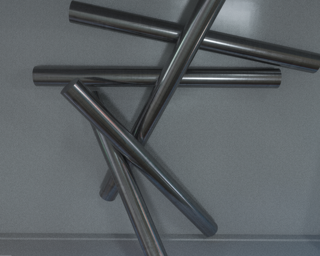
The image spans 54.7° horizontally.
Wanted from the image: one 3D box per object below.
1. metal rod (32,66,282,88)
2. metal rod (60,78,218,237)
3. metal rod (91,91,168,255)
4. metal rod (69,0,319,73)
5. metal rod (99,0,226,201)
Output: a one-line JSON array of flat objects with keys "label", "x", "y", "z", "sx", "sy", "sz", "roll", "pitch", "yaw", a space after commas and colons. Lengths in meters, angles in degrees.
[{"label": "metal rod", "x": -0.003, "y": -0.063, "z": 0.387, "sx": 0.302, "sy": 0.025, "sz": 0.025, "roll": 0, "pitch": 110, "yaw": -1}, {"label": "metal rod", "x": -0.009, "y": 0.055, "z": 0.398, "sx": 0.025, "sy": 0.025, "sz": 0.300, "roll": -34, "pitch": 120, "yaw": 11}, {"label": "metal rod", "x": -0.031, "y": 0.094, "z": 0.379, "sx": 0.025, "sy": 0.025, "sz": 0.299, "roll": -25, "pitch": 83, "yaw": 8}, {"label": "metal rod", "x": 0.046, "y": -0.108, "z": 0.372, "sx": 0.302, "sy": 0.025, "sz": 0.025, "roll": 11, "pitch": 110, "yaw": -5}, {"label": "metal rod", "x": -0.009, "y": -0.021, "z": 0.381, "sx": 0.025, "sy": 0.025, "sz": 0.298, "roll": 25, "pitch": 116, "yaw": -9}]
